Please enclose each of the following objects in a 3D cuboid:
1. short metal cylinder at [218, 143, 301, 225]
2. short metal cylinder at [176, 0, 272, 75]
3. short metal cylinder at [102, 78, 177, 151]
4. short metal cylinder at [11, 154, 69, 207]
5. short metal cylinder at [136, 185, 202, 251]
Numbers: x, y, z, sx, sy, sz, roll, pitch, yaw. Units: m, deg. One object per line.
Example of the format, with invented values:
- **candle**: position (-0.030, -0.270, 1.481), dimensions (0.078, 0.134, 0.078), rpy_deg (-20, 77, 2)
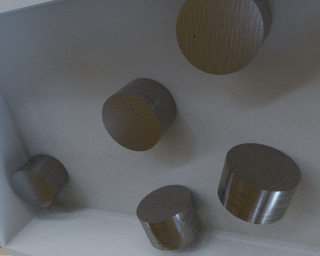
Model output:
- **short metal cylinder**: position (0.110, 0.061, 0.352), dimensions (0.080, 0.080, 0.050), rpy_deg (18, 125, 17)
- **short metal cylinder**: position (0.062, -0.098, 0.299), dimensions (0.080, 0.050, 0.079), rpy_deg (13, 124, 20)
- **short metal cylinder**: position (-0.026, -0.017, 0.394), dimensions (0.080, 0.050, 0.079), rpy_deg (13, 124, 20)
- **short metal cylinder**: position (-0.212, 0.094, 0.551), dimensions (0.080, 0.050, 0.079), rpy_deg (7, 121, 13)
- **short metal cylinder**: position (0.013, 0.126, 0.443), dimensions (0.080, 0.080, 0.050), rpy_deg (-9, 114, 32)
